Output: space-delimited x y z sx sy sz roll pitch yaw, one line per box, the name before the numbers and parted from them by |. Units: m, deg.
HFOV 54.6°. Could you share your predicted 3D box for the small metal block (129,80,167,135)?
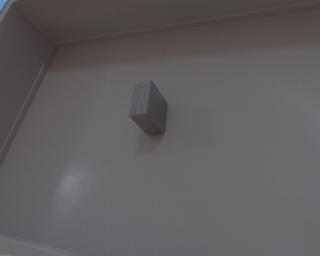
small metal block | -0.014 -0.026 0.410 0.025 0.050 0.050 -9 57 24
